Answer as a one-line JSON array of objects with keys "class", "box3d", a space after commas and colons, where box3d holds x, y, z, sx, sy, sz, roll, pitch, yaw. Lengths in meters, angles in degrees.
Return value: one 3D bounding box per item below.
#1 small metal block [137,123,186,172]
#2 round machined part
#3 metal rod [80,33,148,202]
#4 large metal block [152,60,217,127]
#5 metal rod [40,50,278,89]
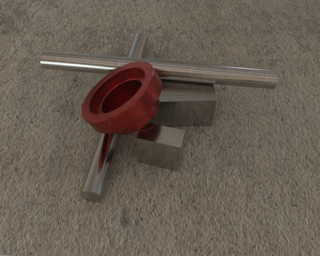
[{"class": "small metal block", "box3d": [0.001, 0.023, 0.368, 0.050, 0.050, 0.025, 12, 51, 9]}, {"class": "round machined part", "box3d": [-0.040, -0.031, 0.366, 0.098, 0.042, 0.098, -22, 39, 19]}, {"class": "metal rod", "box3d": [-0.054, -0.038, 0.434, 0.025, 0.025, 0.300, 7, 50, 5]}, {"class": "large metal block", "box3d": [0.029, -0.048, 0.428, 0.081, 0.050, 0.080, -1, 50, -2]}, {"class": "metal rod", "box3d": [-0.004, -0.076, 0.402, 0.302, 0.025, 0.025, 6, 50, 4]}]
